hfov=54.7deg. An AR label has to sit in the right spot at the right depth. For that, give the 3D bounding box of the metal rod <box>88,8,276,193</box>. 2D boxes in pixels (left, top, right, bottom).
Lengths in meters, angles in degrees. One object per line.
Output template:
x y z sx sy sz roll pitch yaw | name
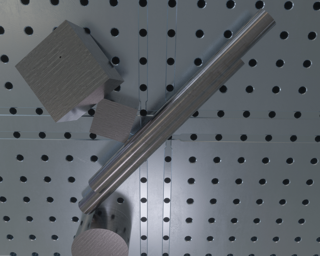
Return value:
0.017 -0.023 0.382 0.025 0.025 0.299 42 105 -14 | metal rod

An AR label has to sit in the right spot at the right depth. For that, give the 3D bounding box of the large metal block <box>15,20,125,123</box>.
-0.103 -0.063 0.363 0.080 0.050 0.080 -37 87 12 | large metal block

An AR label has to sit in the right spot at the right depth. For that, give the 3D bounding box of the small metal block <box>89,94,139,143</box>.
-0.060 -0.013 0.408 0.050 0.025 0.050 18 109 -7 | small metal block

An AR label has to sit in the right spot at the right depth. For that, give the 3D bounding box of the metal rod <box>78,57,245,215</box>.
-0.007 0.015 0.418 0.025 0.025 0.299 41 105 -14 | metal rod

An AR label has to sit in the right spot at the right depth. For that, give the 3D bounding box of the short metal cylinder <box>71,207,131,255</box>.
-0.085 0.166 0.460 0.081 0.050 0.079 0 110 0 | short metal cylinder
